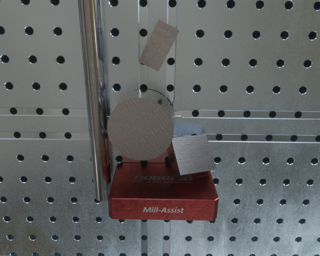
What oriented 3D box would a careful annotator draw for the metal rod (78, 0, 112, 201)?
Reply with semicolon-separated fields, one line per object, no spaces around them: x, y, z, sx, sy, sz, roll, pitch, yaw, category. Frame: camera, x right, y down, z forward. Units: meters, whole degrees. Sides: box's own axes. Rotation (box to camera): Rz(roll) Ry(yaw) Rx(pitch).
-0.082;-0.041;0.397;0.025;0.025;0.298;0;110;0;metal rod

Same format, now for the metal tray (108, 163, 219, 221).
0.004;0.081;0.408;0.131;0.090;0.030;1;111;-1;metal tray

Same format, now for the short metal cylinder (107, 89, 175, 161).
-0.022;-0.005;0.395;0.080;0.050;0.079;1;109;3;short metal cylinder

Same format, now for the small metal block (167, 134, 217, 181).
0.040;0.038;0.406;0.050;0.025;0.050;-6;67;-19;small metal block

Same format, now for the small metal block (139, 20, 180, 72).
-0.001;-0.098;0.364;0.025;0.050;0.050;26;108;-9;small metal block
